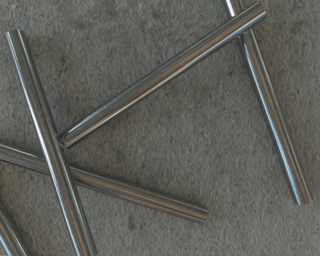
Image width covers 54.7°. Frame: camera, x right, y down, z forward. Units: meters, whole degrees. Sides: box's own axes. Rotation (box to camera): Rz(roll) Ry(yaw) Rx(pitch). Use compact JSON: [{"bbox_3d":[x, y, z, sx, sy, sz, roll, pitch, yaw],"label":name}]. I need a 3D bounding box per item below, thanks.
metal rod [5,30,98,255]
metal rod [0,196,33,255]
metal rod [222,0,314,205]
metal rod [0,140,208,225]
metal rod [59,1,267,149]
[{"bbox_3d":[-0.138,0.015,0.388,0.025,0.025,0.299,-21,82,0],"label":"metal rod"},{"bbox_3d":[-0.207,0.125,0.407,0.025,0.025,0.299,-29,90,0],"label":"metal rod"},{"bbox_3d":[0.141,-0.044,0.411,0.025,0.025,0.298,-20,90,0],"label":"metal rod"},{"bbox_3d":[-0.084,0.070,0.408,0.302,0.025,0.025,18,90,-1],"label":"metal rod"},{"bbox_3d":[-0.001,-0.064,0.396,0.300,0.025,0.025,-33,91,5],"label":"metal rod"}]
